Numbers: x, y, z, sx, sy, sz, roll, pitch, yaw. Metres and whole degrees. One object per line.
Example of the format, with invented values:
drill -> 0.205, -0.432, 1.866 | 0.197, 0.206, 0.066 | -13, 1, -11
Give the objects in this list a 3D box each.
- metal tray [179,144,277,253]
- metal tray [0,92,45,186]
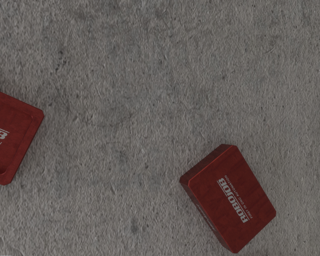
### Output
metal tray -> 0.099, 0.099, 0.443 | 0.090, 0.030, 0.130 | -37, 102, -16
metal tray -> -0.205, -0.004, 0.330 | 0.131, 0.030, 0.090 | 26, 81, -18
